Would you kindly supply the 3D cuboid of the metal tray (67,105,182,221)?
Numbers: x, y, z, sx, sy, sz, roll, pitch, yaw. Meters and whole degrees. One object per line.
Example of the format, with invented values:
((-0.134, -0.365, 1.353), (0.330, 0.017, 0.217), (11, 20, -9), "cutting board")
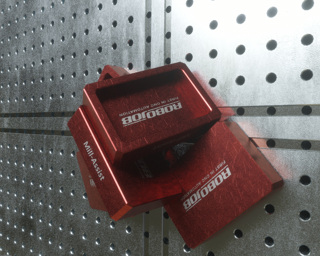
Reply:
((-0.040, 0.033, 0.358), (0.030, 0.091, 0.130), (-46, 63, 30), "metal tray")

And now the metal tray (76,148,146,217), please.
((-0.068, 0.069, 0.429), (0.130, 0.030, 0.089), (-12, 93, 54), "metal tray")

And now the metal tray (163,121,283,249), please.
((0.059, 0.065, 0.355), (0.129, 0.030, 0.090), (-48, 62, 29), "metal tray")

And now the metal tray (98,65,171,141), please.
((-0.049, -0.020, 0.444), (0.130, 0.030, 0.089), (43, 116, 31), "metal tray")

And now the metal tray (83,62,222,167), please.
((-0.008, -0.021, 0.346), (0.090, 0.131, 0.030), (59, 151, 23), "metal tray")
